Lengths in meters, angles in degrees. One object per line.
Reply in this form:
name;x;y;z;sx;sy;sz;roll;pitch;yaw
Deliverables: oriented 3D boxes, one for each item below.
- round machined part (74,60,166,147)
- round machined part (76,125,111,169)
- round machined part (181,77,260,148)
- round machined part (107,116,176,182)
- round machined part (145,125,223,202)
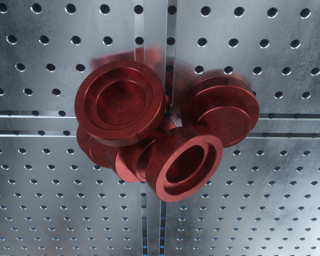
round machined part;-0.041;-0.024;0.349;0.098;0.098;0.042;-10;155;7
round machined part;-0.062;0.017;0.414;0.099;0.042;0.097;-1;130;0
round machined part;0.076;-0.012;0.391;0.099;0.042;0.097;-1;130;0
round machined part;-0.015;0.030;0.394;0.099;0.042;0.097;-25;133;-29
round machined part;0.024;0.037;0.370;0.099;0.042;0.097;-23;134;-25
